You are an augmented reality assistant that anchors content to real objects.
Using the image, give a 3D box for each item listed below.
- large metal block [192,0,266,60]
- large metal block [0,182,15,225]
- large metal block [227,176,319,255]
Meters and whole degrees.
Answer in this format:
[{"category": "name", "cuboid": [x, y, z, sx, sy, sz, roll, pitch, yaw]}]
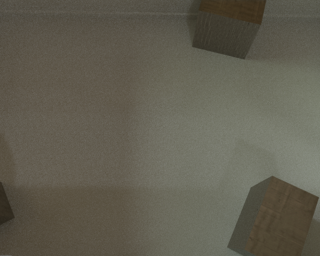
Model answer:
[{"category": "large metal block", "cuboid": [0.094, -0.148, 0.436, 0.080, 0.080, 0.050, 15, 71, 5]}, {"category": "large metal block", "cuboid": [-0.226, 0.094, 0.343, 0.080, 0.080, 0.050, -27, 73, -10]}, {"category": "large metal block", "cuboid": [0.121, 0.107, 0.343, 0.050, 0.080, 0.080, 25, 72, 8]}]
